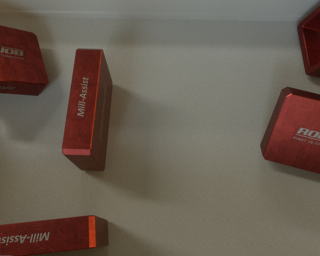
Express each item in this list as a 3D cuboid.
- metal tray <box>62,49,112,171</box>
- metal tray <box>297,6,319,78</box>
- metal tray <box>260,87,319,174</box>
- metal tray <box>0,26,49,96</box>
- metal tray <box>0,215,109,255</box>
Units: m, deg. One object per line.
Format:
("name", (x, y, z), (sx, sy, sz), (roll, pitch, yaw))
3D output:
("metal tray", (-0.084, -0.019, 0.381), (0.030, 0.090, 0.130), (2, 70, 0))
("metal tray", (0.243, -0.134, 0.404), (0.030, 0.129, 0.090), (7, 69, -18))
("metal tray", (0.201, 0.010, 0.377), (0.131, 0.030, 0.089), (15, 115, 5))
("metal tray", (-0.219, -0.091, 0.395), (0.131, 0.030, 0.090), (0, 63, -46))
("metal tray", (-0.127, 0.118, 0.330), (0.131, 0.090, 0.030), (-5, 71, -3))
